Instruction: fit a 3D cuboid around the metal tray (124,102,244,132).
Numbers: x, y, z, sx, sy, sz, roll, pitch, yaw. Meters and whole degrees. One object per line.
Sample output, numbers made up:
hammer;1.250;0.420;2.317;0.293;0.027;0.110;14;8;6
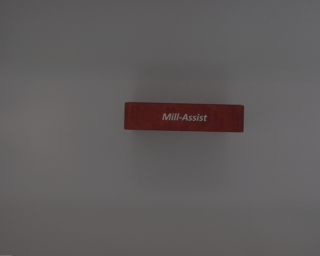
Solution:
metal tray;0.027;-0.012;0.379;0.131;0.090;0.030;1;90;0
